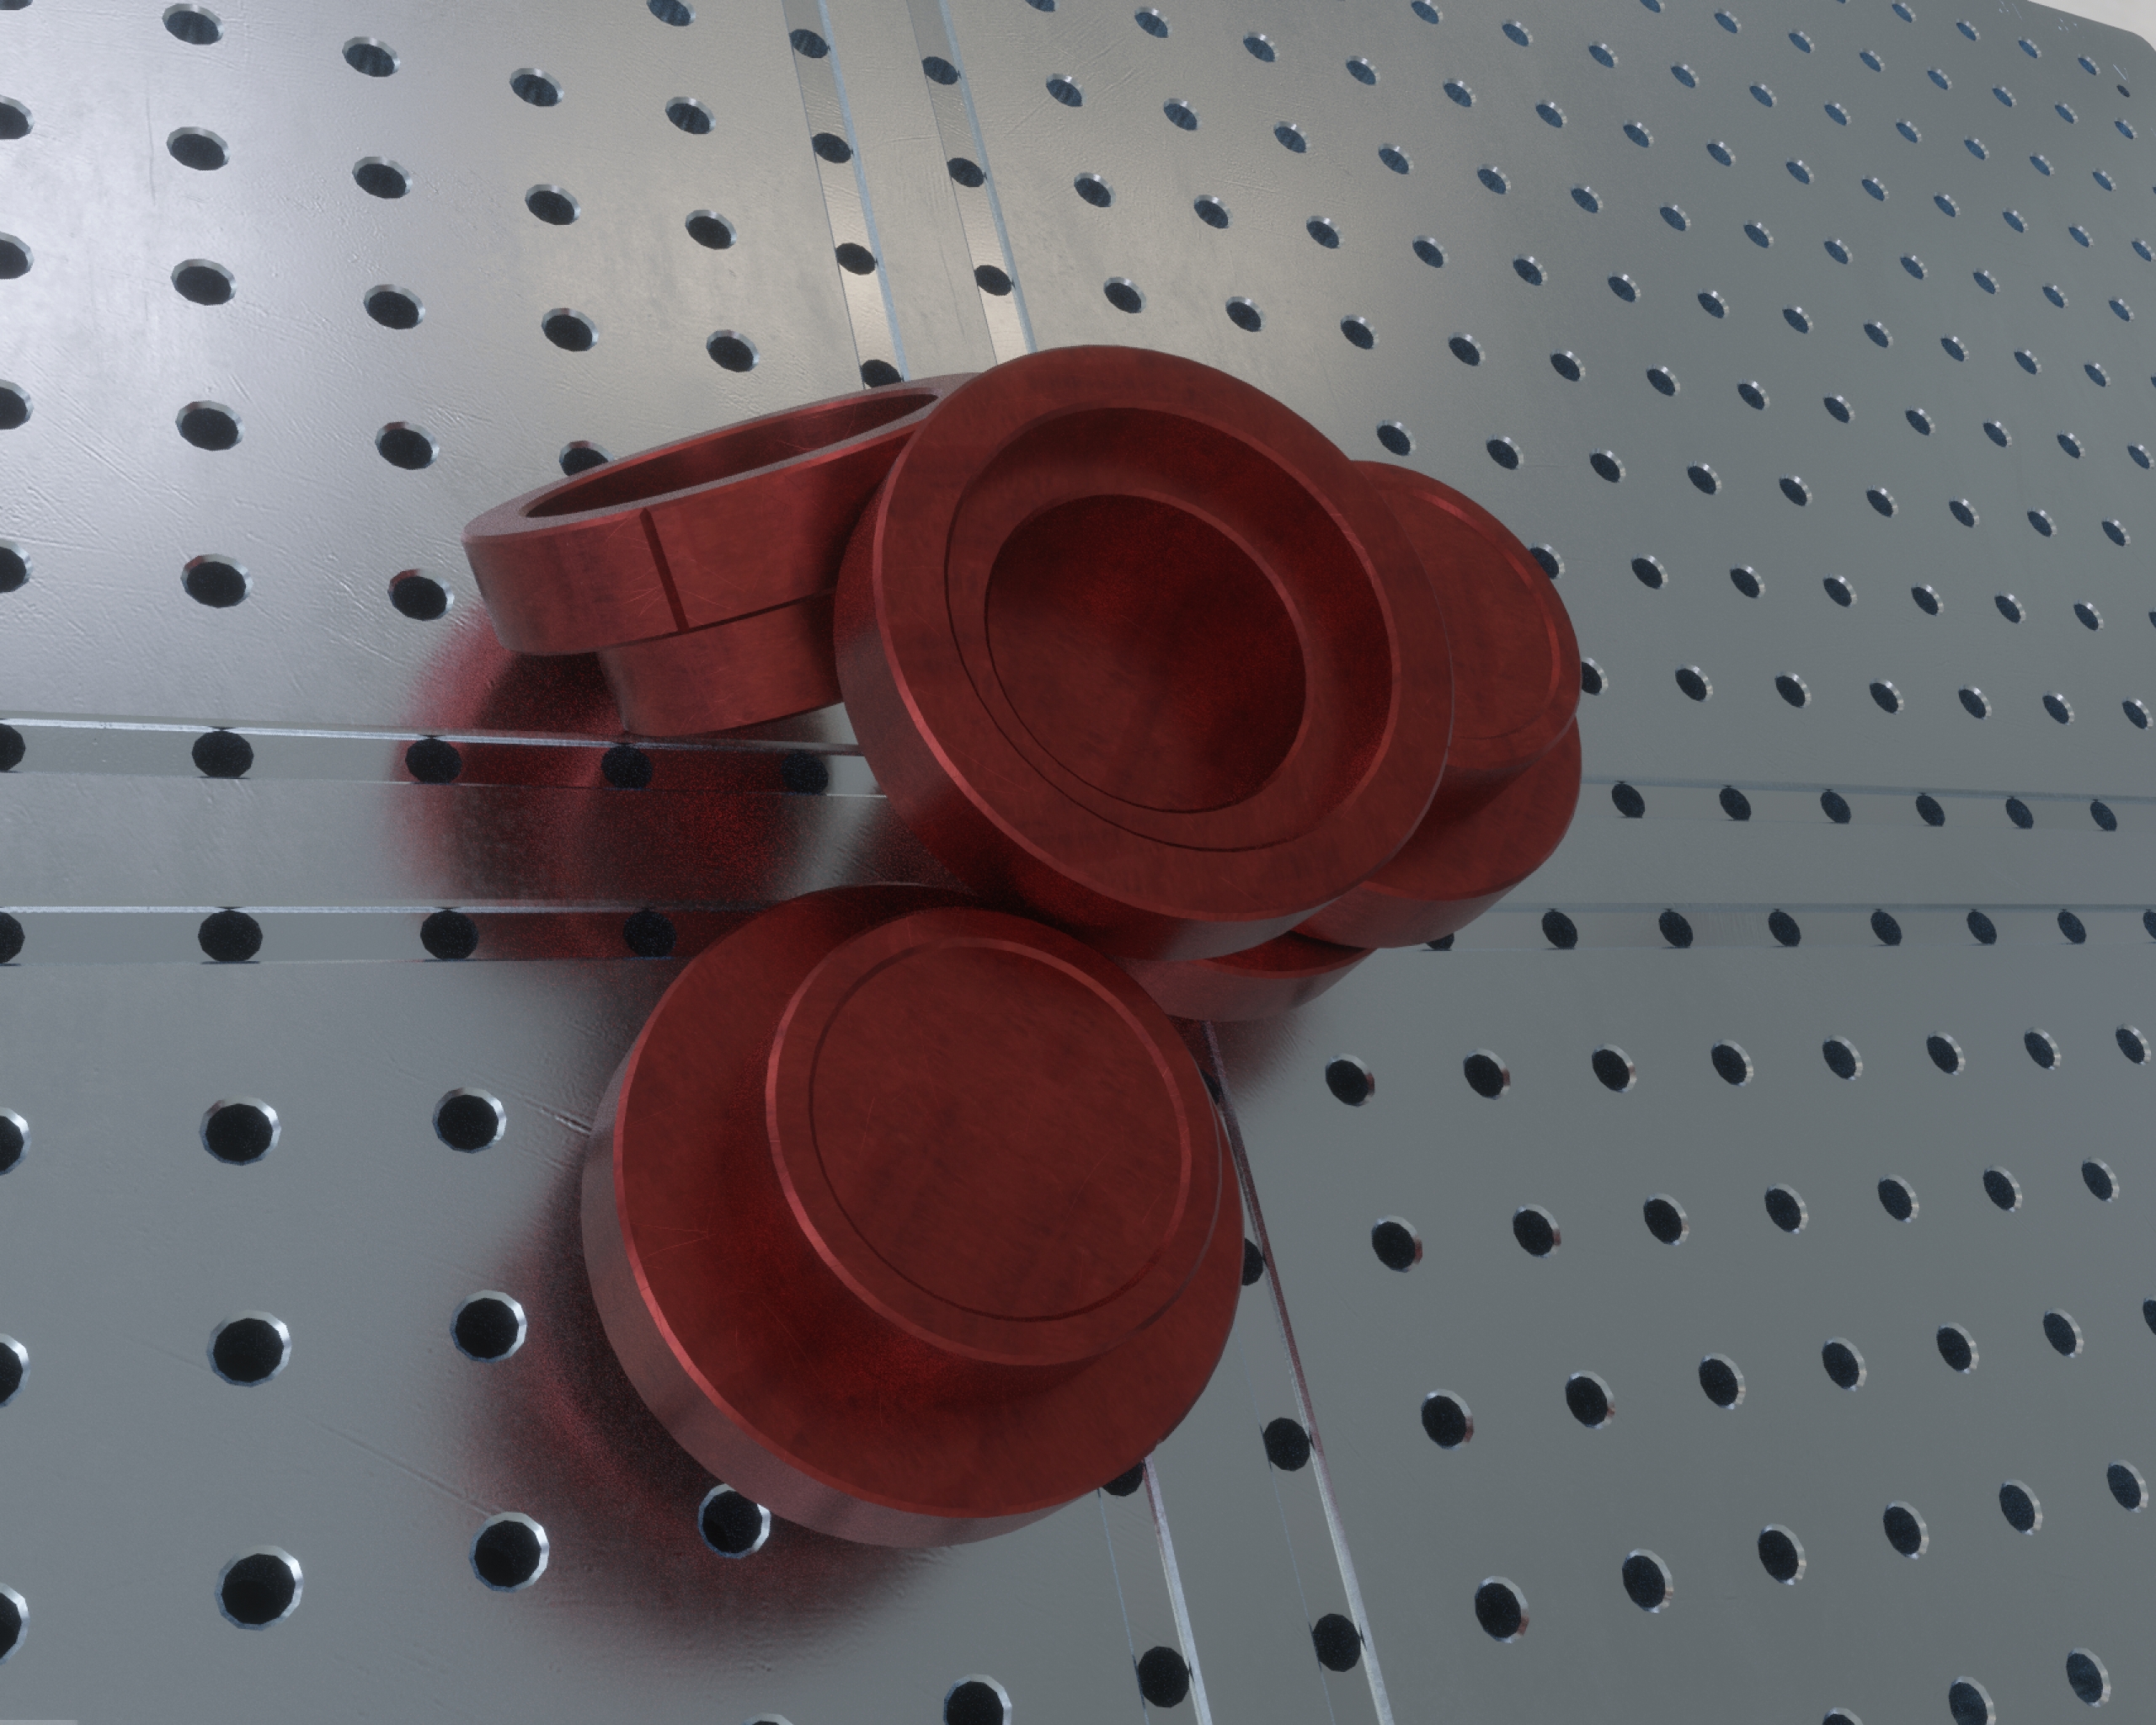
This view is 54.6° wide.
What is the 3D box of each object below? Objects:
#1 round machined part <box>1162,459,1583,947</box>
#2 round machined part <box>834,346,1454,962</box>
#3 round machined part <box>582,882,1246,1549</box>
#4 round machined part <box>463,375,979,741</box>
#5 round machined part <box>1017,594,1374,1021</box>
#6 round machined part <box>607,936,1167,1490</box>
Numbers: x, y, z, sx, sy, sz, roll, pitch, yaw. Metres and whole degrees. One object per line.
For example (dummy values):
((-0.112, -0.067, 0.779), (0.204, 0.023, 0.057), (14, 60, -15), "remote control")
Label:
((0.055, -0.037, 0.393), (0.099, 0.042, 0.098), (14, 55, -20), "round machined part")
((0.008, -0.030, 0.337), (0.099, 0.042, 0.098), (9, 66, -22), "round machined part")
((-0.018, 0.046, 0.305), (0.099, 0.042, 0.098), (13, 56, -21), "round machined part")
((-0.055, -0.054, 0.375), (0.099, 0.098, 0.042), (-31, 114, -38), "round machined part")
((0.027, -0.023, 0.398), (0.099, 0.042, 0.098), (13, 56, -21), "round machined part")
((-0.023, 0.047, 0.329), (0.099, 0.042, 0.098), (13, 56, -21), "round machined part")
